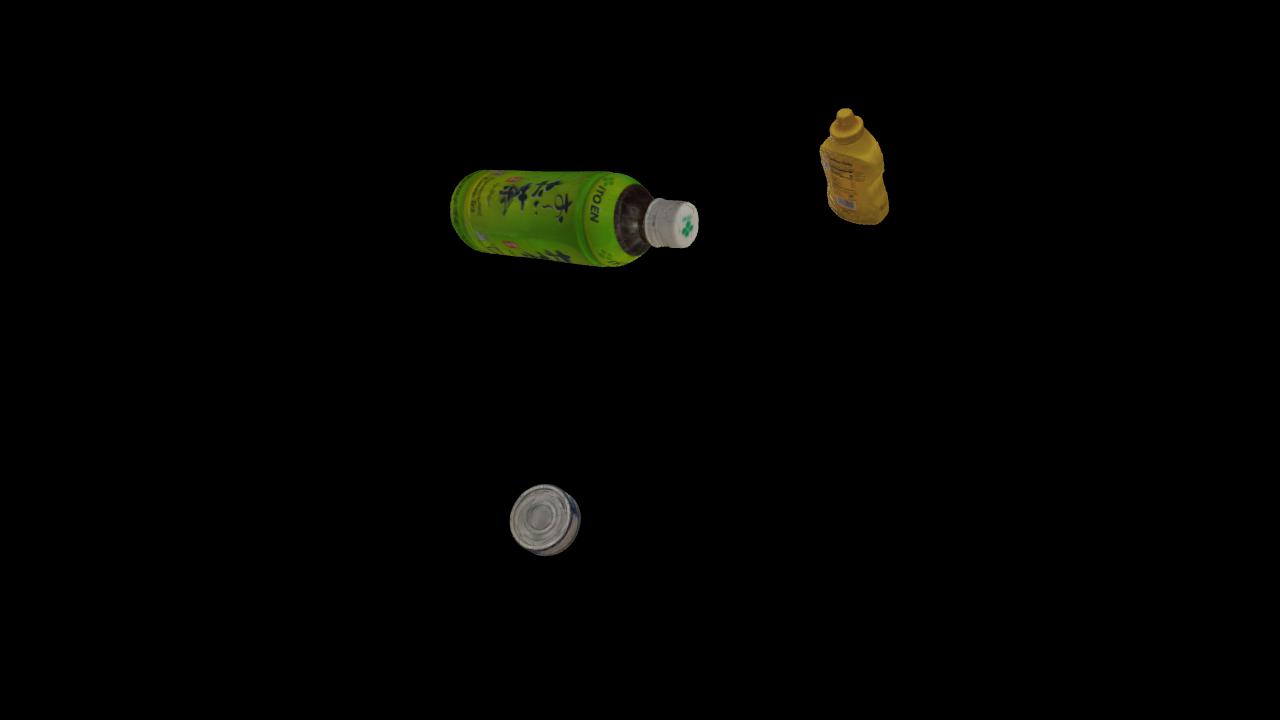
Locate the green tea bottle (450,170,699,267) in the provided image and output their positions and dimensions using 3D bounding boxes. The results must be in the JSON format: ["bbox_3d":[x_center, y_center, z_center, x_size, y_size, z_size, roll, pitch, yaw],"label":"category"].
[{"bbox_3d":[-0.052,-0.109,0.467,0.212,0.073,0.073,10,6,35],"label":"green tea bottle"}]

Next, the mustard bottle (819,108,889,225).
[{"bbox_3d":[0.290,-0.267,0.842,0.092,0.054,0.184,42,-6,38],"label":"mustard bottle"}]

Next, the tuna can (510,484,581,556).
[{"bbox_3d":[-0.119,0.198,0.765,0.084,0.084,0.034,0,-27,16],"label":"tuna can"}]
